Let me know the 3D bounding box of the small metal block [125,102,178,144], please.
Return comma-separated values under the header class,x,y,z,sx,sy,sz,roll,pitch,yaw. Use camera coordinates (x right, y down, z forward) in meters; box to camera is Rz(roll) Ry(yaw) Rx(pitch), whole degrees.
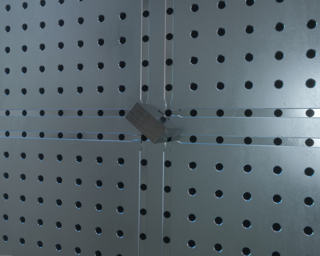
class,x,y,z,sx,sy,sz,roll,pitch,yaw
small metal block,-0.010,-0.006,0.402,0.050,0.050,0.025,42,103,15
